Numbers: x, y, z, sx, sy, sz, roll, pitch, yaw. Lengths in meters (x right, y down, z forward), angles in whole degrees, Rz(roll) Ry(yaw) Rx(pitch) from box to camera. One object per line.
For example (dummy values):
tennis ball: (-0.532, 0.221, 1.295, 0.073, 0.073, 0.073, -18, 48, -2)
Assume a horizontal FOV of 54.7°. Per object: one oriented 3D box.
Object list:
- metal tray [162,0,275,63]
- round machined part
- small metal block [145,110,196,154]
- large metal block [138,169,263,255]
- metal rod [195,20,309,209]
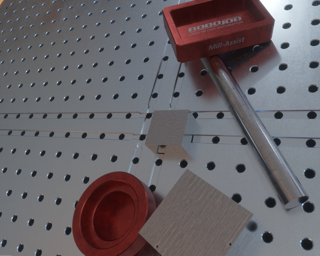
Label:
metal tray: (0.076, -0.144, 0.427, 0.131, 0.030, 0.090, -14, 53, -1)
round machined part: (-0.048, 0.103, 0.356, 0.098, 0.042, 0.098, -14, 54, 22)
small metal block: (0.014, 0.005, 0.397, 0.050, 0.025, 0.050, 0, 62, 28)
large metal block: (0.041, 0.101, 0.308, 0.080, 0.050, 0.080, 32, 79, 37)
metal rod: (0.090, -0.042, 0.385, 0.025, 0.025, 0.299, -28, 52, 11)
